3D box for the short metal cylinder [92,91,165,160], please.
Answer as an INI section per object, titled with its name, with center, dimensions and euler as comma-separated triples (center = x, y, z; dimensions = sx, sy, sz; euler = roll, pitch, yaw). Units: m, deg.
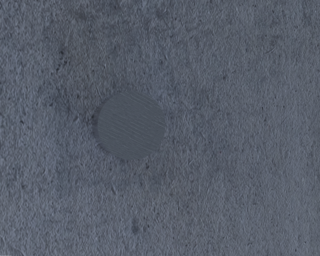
[short metal cylinder]
center = -0.040, -0.003, 0.381
dimensions = 0.081, 0.050, 0.080
euler = 0, 90, -20
